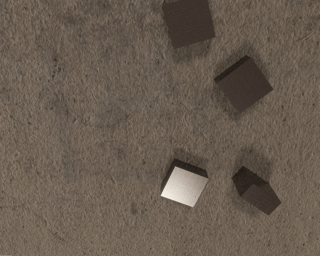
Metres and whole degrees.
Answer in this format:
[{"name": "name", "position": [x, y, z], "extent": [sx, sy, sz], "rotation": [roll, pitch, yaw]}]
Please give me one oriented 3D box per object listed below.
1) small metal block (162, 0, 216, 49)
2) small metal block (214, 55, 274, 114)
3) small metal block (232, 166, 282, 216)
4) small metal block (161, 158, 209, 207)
[{"name": "small metal block", "position": [0.034, -0.125, 0.364], "extent": [0.050, 0.025, 0.050], "rotation": [-15, 110, 5]}, {"name": "small metal block", "position": [0.105, -0.055, 0.391], "extent": [0.050, 0.025, 0.050], "rotation": [-37, 106, 12]}, {"name": "small metal block", "position": [0.133, 0.086, 0.430], "extent": [0.050, 0.050, 0.025], "rotation": [34, 106, -12]}, {"name": "small metal block", "position": [0.034, 0.078, 0.439], "extent": [0.050, 0.025, 0.050], "rotation": [21, 109, -8]}]
